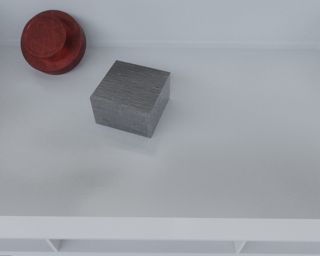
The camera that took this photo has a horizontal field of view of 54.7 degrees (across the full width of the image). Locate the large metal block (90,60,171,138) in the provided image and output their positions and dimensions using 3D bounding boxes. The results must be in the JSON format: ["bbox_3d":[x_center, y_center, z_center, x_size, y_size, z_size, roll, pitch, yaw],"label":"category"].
[{"bbox_3d":[-0.037,-0.041,0.423,0.080,0.050,0.080,15,52,12],"label":"large metal block"}]

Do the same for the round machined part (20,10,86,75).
[{"bbox_3d":[-0.167,-0.133,0.472,0.099,0.042,0.097,0,86,7],"label":"round machined part"}]
